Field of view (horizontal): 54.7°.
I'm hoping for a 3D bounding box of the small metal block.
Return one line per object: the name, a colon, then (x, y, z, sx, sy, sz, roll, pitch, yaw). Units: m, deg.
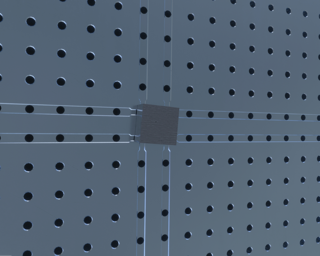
small metal block: (-0.004, -0.004, 0.412, 0.050, 0.025, 0.050, 5, 88, -20)
